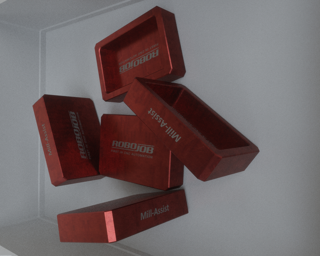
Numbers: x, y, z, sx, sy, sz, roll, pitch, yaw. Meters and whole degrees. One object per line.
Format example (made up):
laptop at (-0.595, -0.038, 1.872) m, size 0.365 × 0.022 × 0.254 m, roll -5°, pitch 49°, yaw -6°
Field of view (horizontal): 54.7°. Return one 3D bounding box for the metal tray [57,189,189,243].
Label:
metal tray at (-0.039, 0.101, 0.365) m, size 0.090 × 0.131 × 0.030 m, roll -16°, pitch 81°, yaw 38°

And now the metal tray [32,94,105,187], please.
metal tray at (-0.129, 0.016, 0.466) m, size 0.030 × 0.091 × 0.129 m, roll -30°, pitch 72°, yaw 35°

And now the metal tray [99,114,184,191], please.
metal tray at (-0.028, 0.028, 0.421) m, size 0.130 × 0.030 × 0.089 m, roll 5°, pitch 93°, yaw 39°

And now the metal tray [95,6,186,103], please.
metal tray at (-0.032, -0.095, 0.426) m, size 0.130 × 0.030 × 0.090 m, roll -17°, pitch 79°, yaw 38°

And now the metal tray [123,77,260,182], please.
metal tray at (0.033, -0.004, 0.333) m, size 0.130 × 0.091 × 0.030 m, roll 45°, pitch 118°, yaw 30°
